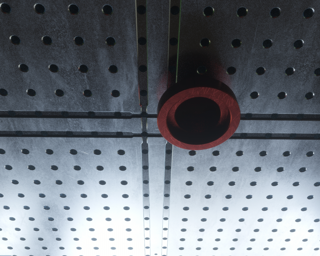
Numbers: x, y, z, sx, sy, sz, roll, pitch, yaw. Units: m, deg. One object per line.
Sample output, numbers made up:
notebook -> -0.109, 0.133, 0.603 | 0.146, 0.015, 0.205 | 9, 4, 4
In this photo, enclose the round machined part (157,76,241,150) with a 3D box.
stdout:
round machined part -> 0.046, -0.022, 0.382 | 0.099, 0.042, 0.097 | 0, 130, 0
